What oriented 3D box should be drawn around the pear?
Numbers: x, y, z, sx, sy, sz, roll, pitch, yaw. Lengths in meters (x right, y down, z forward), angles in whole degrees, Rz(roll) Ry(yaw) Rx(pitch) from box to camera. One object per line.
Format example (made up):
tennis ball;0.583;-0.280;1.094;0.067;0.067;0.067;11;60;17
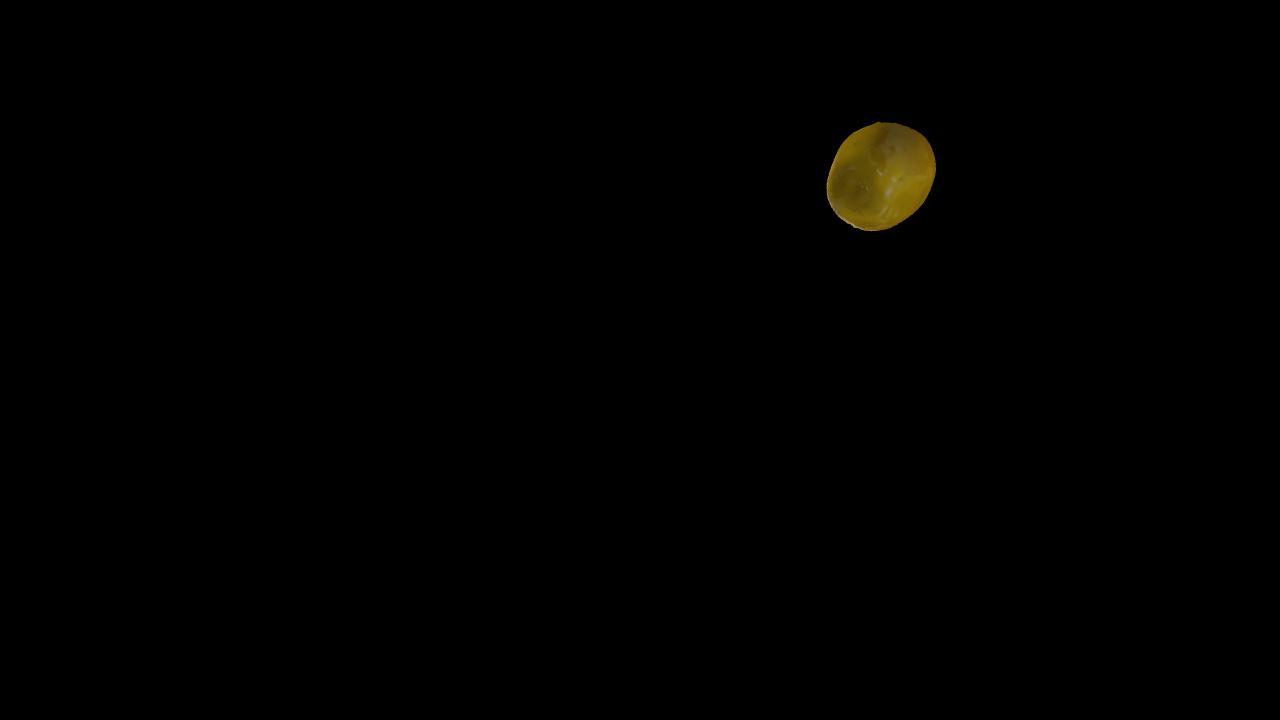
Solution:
pear;0.199;-0.149;0.477;0.111;0.080;0.080;-35;18;-28
